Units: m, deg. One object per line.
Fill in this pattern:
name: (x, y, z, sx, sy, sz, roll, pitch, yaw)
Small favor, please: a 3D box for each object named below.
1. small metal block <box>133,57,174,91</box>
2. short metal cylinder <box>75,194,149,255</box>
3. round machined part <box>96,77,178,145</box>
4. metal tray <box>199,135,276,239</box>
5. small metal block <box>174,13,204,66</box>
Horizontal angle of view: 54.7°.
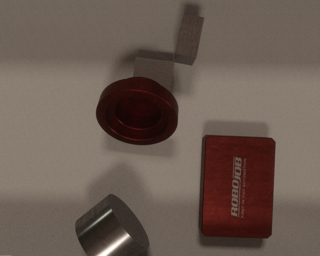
small metal block: (-0.010, -0.064, 0.411, 0.050, 0.025, 0.050, 7, 90, -1)
short metal cylinder: (-0.058, 0.129, 0.383, 0.050, 0.080, 0.080, -39, 91, 0)
round machined part: (-0.026, -0.025, 0.385, 0.099, 0.097, 0.042, 7, 49, -1)
metal tray: (0.101, 0.076, 0.410, 0.091, 0.030, 0.129, 2, 90, -1)
small metal block: (0.036, -0.112, 0.399, 0.025, 0.050, 0.050, 11, 90, 0)
